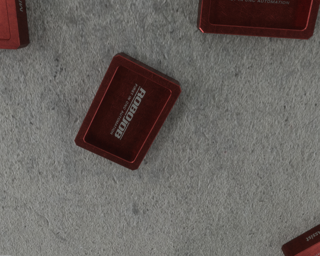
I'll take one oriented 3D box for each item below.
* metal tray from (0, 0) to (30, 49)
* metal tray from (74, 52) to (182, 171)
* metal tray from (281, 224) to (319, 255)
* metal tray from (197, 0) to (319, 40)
[{"bbox_3d":[-0.203,-0.157,0.347,0.091,0.030,0.129,2,110,-1],"label":"metal tray"},{"bbox_3d":[-0.042,-0.019,0.399,0.090,0.030,0.129,26,108,-10],"label":"metal tray"},{"bbox_3d":[0.270,0.190,0.479,0.130,0.030,0.090,-36,107,12],"label":"metal tray"},{"bbox_3d":[0.112,-0.152,0.351,0.131,0.030,0.089,3,110,-2],"label":"metal tray"}]
